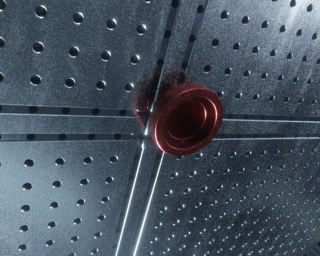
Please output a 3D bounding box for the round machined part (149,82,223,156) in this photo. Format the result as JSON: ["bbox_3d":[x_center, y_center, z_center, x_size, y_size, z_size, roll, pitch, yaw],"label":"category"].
[{"bbox_3d":[0.030,-0.015,0.407,0.099,0.042,0.097,-14,124,-21],"label":"round machined part"}]
